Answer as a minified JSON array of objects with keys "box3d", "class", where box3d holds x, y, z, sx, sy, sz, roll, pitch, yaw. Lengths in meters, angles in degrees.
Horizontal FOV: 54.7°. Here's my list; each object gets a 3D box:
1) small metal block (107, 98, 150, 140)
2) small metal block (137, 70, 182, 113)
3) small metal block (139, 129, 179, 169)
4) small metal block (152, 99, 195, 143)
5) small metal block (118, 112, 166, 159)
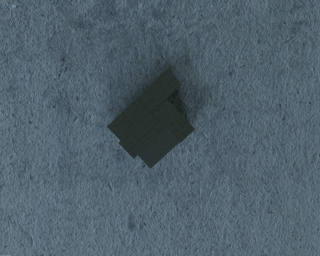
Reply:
[{"box3d":[-0.037,-0.010,0.398,0.050,0.050,0.025,-43,91,0],"class":"small metal block"},{"box3d":[-0.001,-0.044,0.398,0.050,0.050,0.025,-43,91,0],"class":"small metal block"},{"box3d":[-0.011,0.018,0.411,0.050,0.025,0.050,-43,91,0],"class":"small metal block"},{"box3d":[0.016,-0.008,0.399,0.025,0.050,0.050,-43,91,0],"class":"small metal block"},{"box3d":[-0.020,0.008,0.373,0.050,0.050,0.025,-43,91,0],"class":"small metal block"}]
